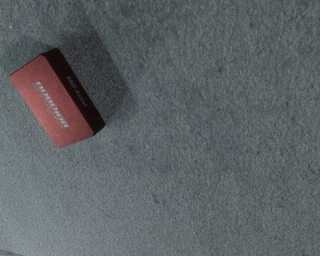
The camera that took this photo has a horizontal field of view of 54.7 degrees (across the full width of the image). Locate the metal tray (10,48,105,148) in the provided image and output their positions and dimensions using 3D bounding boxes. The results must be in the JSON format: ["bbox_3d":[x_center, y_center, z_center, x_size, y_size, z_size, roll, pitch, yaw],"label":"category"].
[{"bbox_3d":[-0.150,-0.039,0.456,0.090,0.030,0.130,-18,109,35],"label":"metal tray"}]
